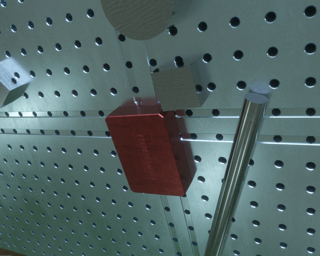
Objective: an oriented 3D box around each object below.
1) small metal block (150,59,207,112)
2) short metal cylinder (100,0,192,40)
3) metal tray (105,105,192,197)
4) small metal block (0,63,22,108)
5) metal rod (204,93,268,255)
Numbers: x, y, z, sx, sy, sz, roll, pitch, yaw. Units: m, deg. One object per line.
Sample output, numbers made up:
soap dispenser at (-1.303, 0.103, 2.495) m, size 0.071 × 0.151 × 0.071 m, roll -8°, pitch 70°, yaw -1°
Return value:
small metal block at (0.023, -0.050, 0.367) m, size 0.050 × 0.025 × 0.050 m, roll -5°, pitch 116°, yaw 30°
short metal cylinder at (-0.013, -0.136, 0.317) m, size 0.080 × 0.050 × 0.079 m, roll 13°, pitch 124°, yaw 20°
metal tray at (-0.014, 0.033, 0.435) m, size 0.090 × 0.030 × 0.129 m, roll -2°, pitch 118°, yaw 28°
small metal block at (-0.260, -0.069, 0.503) m, size 0.050 × 0.025 × 0.050 m, roll 46°, pitch 129°, yaw -5°
metal rod at (0.093, 0.091, 0.417) m, size 0.025 × 0.025 × 0.298 m, roll 17°, pitch 125°, yaw 18°
